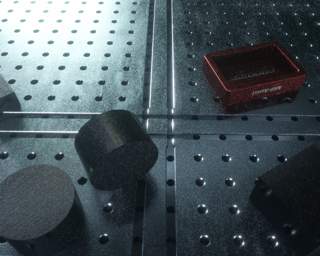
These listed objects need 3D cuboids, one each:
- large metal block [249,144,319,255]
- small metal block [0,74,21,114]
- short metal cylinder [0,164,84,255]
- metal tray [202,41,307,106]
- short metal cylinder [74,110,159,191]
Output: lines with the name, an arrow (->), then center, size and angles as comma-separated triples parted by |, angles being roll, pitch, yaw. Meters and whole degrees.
large metal block -> 0.157, 0.076, 0.329 | 0.081, 0.050, 0.080 | -25, 55, -20
small metal block -> -0.239, -0.045, 0.444 | 0.050, 0.025, 0.050 | -32, 57, -24
short metal cylinder -> -0.124, 0.085, 0.319 | 0.081, 0.050, 0.080 | 0, 50, 0
metal tray -> 0.143, -0.087, 0.478 | 0.131, 0.030, 0.090 | -13, 51, -11
short metal cylinder -> -0.049, 0.026, 0.350 | 0.081, 0.080, 0.050 | -22, 54, -18
